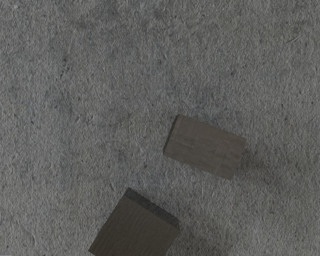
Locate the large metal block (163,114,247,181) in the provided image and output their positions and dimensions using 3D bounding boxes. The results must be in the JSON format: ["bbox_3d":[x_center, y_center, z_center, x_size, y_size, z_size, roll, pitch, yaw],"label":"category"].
[{"bbox_3d":[0.050,0.021,0.383,0.080,0.080,0.050,21,90,0],"label":"large metal block"}]

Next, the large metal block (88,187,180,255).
[{"bbox_3d":[-0.031,0.136,0.397,0.080,0.050,0.080,33,90,0],"label":"large metal block"}]
